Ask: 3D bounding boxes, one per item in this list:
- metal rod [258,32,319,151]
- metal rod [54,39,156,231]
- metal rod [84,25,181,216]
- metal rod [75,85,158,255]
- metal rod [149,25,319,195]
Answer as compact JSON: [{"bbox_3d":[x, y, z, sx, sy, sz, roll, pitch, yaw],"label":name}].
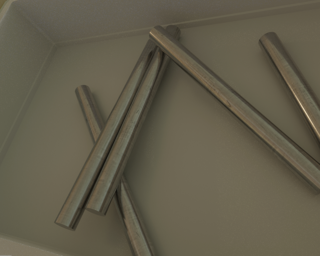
[{"bbox_3d":[0.167,0.005,0.314,0.025,0.025,0.299,-23,53,14],"label":"metal rod"},{"bbox_3d":[-0.057,-0.011,0.418,0.025,0.025,0.300,3,56,30],"label":"metal rod"},{"bbox_3d":[-0.026,-0.029,0.418,0.025,0.025,0.300,3,57,30],"label":"metal rod"},{"bbox_3d":[-0.070,0.041,0.417,0.025,0.025,0.300,-34,51,6],"label":"metal rod"},{"bbox_3d":[0.075,-0.042,0.372,0.025,0.025,0.300,-40,57,1],"label":"metal rod"}]
